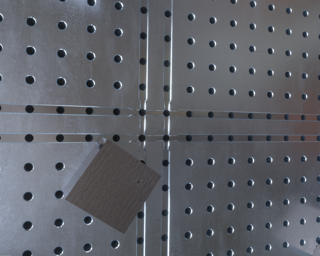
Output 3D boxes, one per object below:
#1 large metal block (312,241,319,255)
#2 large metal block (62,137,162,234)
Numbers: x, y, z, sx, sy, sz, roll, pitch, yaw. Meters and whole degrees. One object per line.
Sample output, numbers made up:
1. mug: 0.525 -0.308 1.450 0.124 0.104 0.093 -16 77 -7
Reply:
1. large metal block: 0.312 0.199 0.502 0.050 0.080 0.080 39 77 -16
2. large metal block: -0.059 0.068 0.378 0.080 0.050 0.080 37 78 -17
